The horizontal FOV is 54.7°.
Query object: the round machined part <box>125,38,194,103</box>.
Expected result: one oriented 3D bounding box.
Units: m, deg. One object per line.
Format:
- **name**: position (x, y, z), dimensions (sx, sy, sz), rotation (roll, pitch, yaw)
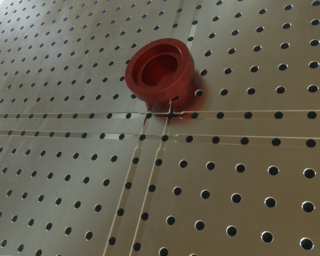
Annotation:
- **round machined part**: position (0.003, -0.077, 0.442), dimensions (0.098, 0.042, 0.098), rotation (-13, 56, 20)
